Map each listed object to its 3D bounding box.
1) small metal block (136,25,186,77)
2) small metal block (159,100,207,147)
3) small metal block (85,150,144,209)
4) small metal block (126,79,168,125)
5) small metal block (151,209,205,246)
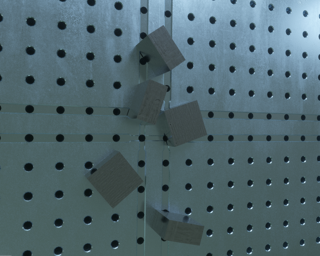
[{"bbox_3d":[0.000,-0.098,0.400,0.025,0.050,0.050,-38,103,-16],"label":"small metal block"},{"bbox_3d":[0.031,-0.006,0.425,0.050,0.025,0.050,-19,97,-19],"label":"small metal block"},{"bbox_3d":[-0.058,0.064,0.392,0.050,0.025,0.050,-40,103,-16],"label":"small metal block"},{"bbox_3d":[-0.017,-0.031,0.394,0.025,0.050,0.050,20,83,-19],"label":"small metal block"},{"bbox_3d":[0.022,0.131,0.409,0.050,0.050,0.025,16,85,-20],"label":"small metal block"}]
